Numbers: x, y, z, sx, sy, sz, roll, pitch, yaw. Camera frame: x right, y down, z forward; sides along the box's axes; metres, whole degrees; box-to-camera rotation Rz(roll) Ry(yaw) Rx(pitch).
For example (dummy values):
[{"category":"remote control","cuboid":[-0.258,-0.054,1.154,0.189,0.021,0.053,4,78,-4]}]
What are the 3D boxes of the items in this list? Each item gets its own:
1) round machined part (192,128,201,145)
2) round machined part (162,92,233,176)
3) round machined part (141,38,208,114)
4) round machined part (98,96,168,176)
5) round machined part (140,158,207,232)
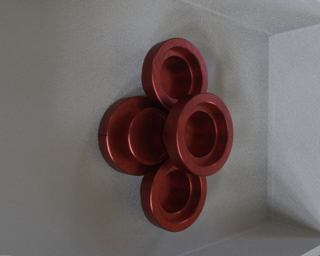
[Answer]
[{"category":"round machined part","cuboid":[0.055,0.013,0.441,0.099,0.042,0.097,0,90,-40]},{"category":"round machined part","cuboid":[0.042,0.007,0.375,0.099,0.042,0.097,0,90,-40]},{"category":"round machined part","cuboid":[0.015,-0.065,0.407,0.099,0.042,0.097,0,90,-40]},{"category":"round machined part","cuboid":[-0.021,0.010,0.377,0.099,0.042,0.097,0,90,-40]},{"category":"round machined part","cuboid":[0.013,0.082,0.406,0.099,0.042,0.097,0,90,-40]}]
